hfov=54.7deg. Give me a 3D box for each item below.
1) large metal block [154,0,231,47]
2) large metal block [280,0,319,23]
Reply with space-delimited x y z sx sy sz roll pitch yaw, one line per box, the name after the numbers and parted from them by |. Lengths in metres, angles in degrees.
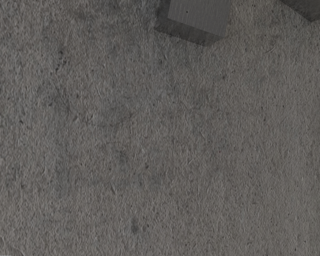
0.045 -0.164 0.412 0.081 0.050 0.080 12 86 -20 | large metal block
0.240 -0.227 0.484 0.080 0.050 0.080 25 82 -19 | large metal block
